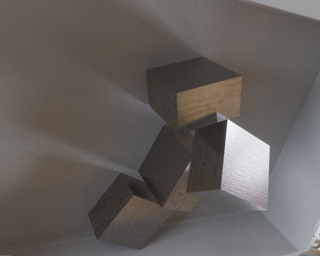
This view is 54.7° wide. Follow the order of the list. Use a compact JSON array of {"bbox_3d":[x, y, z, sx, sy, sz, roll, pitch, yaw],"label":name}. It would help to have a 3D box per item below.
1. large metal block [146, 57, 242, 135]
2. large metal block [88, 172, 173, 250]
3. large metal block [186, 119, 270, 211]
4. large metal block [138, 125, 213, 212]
[{"bbox_3d":[0.038,-0.042,0.368,0.081,0.080,0.050,-17,123,-19],"label":"large metal block"},{"bbox_3d":[-0.042,0.121,0.446,0.080,0.050,0.080,32,100,-39],"label":"large metal block"},{"bbox_3d":[0.082,0.047,0.364,0.080,0.050,0.080,28,60,-31],"label":"large metal block"},{"bbox_3d":[0.023,0.054,0.421,0.050,0.080,0.080,17,109,-36],"label":"large metal block"}]
